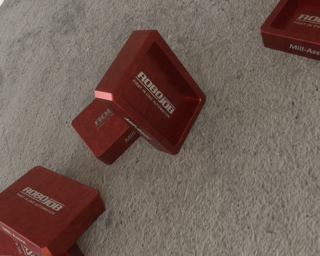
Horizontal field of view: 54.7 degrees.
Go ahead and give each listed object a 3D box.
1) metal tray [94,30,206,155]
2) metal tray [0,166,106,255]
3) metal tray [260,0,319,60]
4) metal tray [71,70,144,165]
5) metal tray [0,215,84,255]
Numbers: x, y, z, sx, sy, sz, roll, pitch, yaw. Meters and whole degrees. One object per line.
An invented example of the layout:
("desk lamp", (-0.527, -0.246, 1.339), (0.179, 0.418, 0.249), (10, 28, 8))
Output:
("metal tray", (-0.003, -0.037, 0.359), (0.030, 0.130, 0.090), (15, 69, 42))
("metal tray", (-0.146, 0.101, 0.391), (0.130, 0.030, 0.090), (13, 41, 33))
("metal tray", (0.202, -0.127, 0.372), (0.130, 0.030, 0.090), (29, 77, 37))
("metal tray", (-0.055, -0.022, 0.444), (0.130, 0.030, 0.090), (-45, 51, -3))
("metal tray", (-0.157, 0.156, 0.387), (0.090, 0.030, 0.130), (-47, 51, -5))
